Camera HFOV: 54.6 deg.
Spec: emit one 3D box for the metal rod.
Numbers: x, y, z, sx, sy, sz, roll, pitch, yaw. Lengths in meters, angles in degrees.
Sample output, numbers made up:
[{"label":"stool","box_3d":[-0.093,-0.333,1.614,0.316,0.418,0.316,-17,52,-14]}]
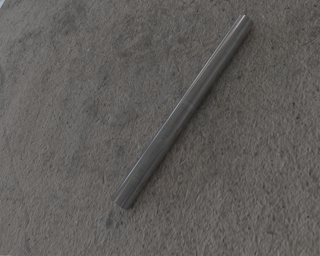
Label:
[{"label":"metal rod","box_3d":[0.035,-0.028,0.403,0.025,0.025,0.300,26,76,37]}]
